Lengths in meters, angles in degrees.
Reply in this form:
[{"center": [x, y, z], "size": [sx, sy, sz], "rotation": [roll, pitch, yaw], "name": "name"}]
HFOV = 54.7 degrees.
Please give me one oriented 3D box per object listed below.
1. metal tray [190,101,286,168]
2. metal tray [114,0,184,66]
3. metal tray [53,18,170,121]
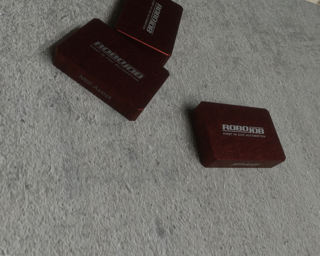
[{"center": [0.115, 0.012, 0.455], "size": [0.131, 0.030, 0.090], "rotation": [4, 60, -26], "name": "metal tray"}, {"center": [-0.017, -0.166, 0.492], "size": [0.090, 0.030, 0.130], "rotation": [24, 53, -14], "name": "metal tray"}, {"center": [-0.062, -0.080, 0.416], "size": [0.130, 0.030, 0.090], "rotation": [36, 51, -4], "name": "metal tray"}]
